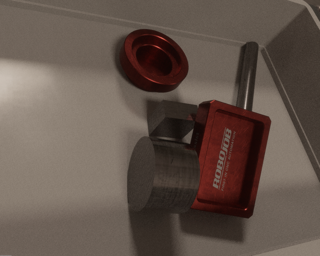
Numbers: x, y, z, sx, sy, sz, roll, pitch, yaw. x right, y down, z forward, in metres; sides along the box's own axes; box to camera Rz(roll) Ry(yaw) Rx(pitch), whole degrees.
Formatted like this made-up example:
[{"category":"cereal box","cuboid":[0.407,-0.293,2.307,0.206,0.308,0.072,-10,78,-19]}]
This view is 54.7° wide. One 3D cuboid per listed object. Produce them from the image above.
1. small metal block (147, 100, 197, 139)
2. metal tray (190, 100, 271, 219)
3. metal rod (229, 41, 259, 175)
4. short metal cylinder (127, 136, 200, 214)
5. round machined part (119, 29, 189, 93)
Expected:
[{"category":"small metal block","cuboid":[0.017,-0.010,0.406,0.050,0.050,0.025,7,59,-25]},{"category":"metal tray","cuboid":[0.082,0.039,0.385,0.091,0.030,0.129,15,84,-19]},{"category":"metal rod","cuboid":[0.140,-0.044,0.510,0.025,0.025,0.300,27,52,-12]},{"category":"short metal cylinder","cuboid":[0.001,0.052,0.341,0.050,0.080,0.080,10,57,-23]},{"category":"round machined part","cuboid":[-0.012,-0.091,0.445,0.099,0.042,0.098,14,56,-21]}]
